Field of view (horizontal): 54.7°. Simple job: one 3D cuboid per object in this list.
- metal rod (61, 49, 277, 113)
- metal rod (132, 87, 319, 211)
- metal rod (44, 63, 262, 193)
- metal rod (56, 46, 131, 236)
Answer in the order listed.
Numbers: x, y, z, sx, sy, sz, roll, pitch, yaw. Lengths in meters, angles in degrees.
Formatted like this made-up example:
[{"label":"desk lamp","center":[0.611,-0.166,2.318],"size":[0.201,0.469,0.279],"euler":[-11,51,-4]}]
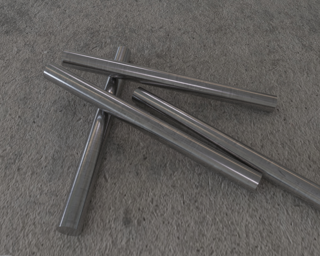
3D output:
[{"label":"metal rod","center":[0.012,-0.066,0.437],"size":[0.302,0.025,0.025],"euler":[13,51,2]},{"label":"metal rod","center":[0.086,0.023,0.383],"size":[0.300,0.025,0.025],"euler":[31,57,23]},{"label":"metal rod","center":[-0.019,-0.007,0.384],"size":[0.301,0.025,0.025],"euler":[28,55,13]},{"label":"metal rod","center":[-0.076,-0.009,0.410],"size":[0.025,0.025,0.300],"euler":[5,50,4]}]
